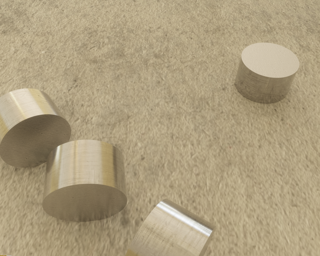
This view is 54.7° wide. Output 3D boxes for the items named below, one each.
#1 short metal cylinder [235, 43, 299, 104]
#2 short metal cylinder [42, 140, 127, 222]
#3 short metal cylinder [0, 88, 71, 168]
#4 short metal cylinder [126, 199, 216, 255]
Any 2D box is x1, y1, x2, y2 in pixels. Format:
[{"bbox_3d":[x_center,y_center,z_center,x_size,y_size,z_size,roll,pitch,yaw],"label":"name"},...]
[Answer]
[{"bbox_3d":[0.156,-0.082,0.458,0.081,0.050,0.080,0,50,0],"label":"short metal cylinder"},{"bbox_3d":[-0.076,0.056,0.319,0.081,0.080,0.050,-6,51,-6],"label":"short metal cylinder"},{"bbox_3d":[-0.154,0.000,0.365,0.081,0.080,0.050,-29,56,-22],"label":"short metal cylinder"},{"bbox_3d":[0.009,0.111,0.275,0.050,0.080,0.080,26,55,20],"label":"short metal cylinder"}]
